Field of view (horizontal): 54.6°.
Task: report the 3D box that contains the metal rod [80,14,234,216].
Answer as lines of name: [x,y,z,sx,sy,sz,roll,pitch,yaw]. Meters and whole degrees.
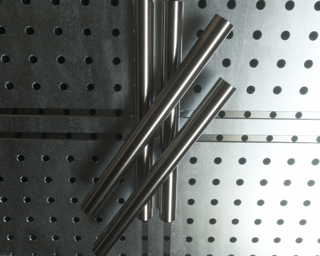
metal rod: [-0.013,-0.004,0.386,0.025,0.025,0.299,33,107,-11]

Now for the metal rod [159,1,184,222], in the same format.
metal rod: [0.013,-0.007,0.411,0.025,0.025,0.298,1,110,0]

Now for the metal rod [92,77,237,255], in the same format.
metal rod: [-0.003,0.062,0.409,0.025,0.025,0.299,33,106,-11]

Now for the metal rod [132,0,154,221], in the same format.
metal rod: [-0.022,-0.010,0.410,0.025,0.025,0.298,1,110,0]
